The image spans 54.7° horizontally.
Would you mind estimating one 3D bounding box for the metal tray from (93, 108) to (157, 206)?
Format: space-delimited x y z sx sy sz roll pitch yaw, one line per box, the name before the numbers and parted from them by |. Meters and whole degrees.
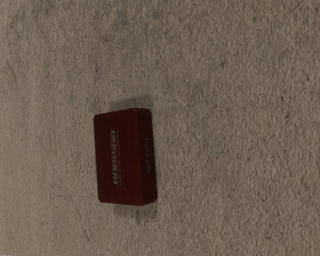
metal tray | -0.052 0.041 0.442 0.090 0.030 0.129 -7 86 39
